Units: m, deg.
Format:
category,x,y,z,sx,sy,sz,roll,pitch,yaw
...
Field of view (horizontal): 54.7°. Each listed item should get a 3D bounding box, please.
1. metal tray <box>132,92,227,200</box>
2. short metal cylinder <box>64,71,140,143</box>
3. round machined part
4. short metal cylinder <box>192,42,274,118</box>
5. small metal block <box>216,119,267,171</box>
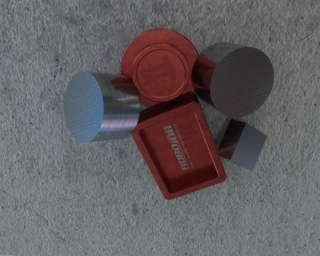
category,x,y,z,sx,sy,sz,roll,pitch,yaw
metal tray,0.026,0.028,0.407,0.090,0.030,0.129,-21,119,7
short metal cylinder,-0.070,-0.024,0.365,0.050,0.080,0.079,-4,118,-46
round machined part,0.001,-0.069,0.377,0.099,0.042,0.097,0,110,0
short metal cylinder,0.085,-0.058,0.366,0.081,0.050,0.079,-7,113,-17
small metal block,0.106,0.022,0.401,0.050,0.025,0.050,27,85,-37
